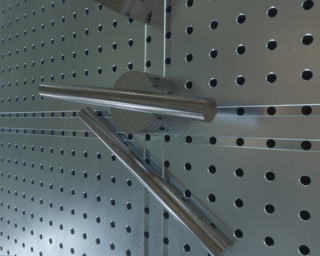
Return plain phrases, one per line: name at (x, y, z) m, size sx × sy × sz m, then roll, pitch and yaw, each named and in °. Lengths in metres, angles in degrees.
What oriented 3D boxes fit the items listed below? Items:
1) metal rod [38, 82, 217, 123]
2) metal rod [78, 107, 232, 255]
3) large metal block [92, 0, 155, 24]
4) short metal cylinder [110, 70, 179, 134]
metal rod at (-0.066, -0.039, 0.396) m, size 0.300 × 0.025 × 0.025 m, roll 11°, pitch 97°, yaw 39°
metal rod at (-0.025, 0.058, 0.427) m, size 0.300 × 0.025 × 0.025 m, roll 40°, pitch 114°, yaw 32°
large metal block at (-0.047, -0.202, 0.430) m, size 0.080 × 0.050 × 0.079 m, roll 37°, pitch 112°, yaw 33°
short metal cylinder at (-0.020, -0.032, 0.407) m, size 0.080 × 0.050 × 0.079 m, roll 0°, pitch 91°, yaw 39°
